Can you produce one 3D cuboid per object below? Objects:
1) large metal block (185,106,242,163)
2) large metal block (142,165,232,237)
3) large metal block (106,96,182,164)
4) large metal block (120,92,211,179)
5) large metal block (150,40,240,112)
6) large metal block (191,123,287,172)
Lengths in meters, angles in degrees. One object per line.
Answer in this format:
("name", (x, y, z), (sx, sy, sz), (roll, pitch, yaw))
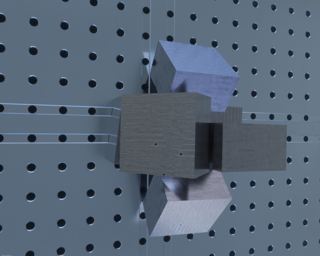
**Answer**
("large metal block", (0.062, 0.010, 0.421), (0.081, 0.050, 0.080), (3, 89, -20))
("large metal block", (0.030, 0.091, 0.388), (0.081, 0.050, 0.079), (2, 134, -20))
("large metal block", (-0.019, 0.006, 0.393), (0.081, 0.050, 0.080), (7, 88, -20))
("large metal block", (0.007, 0.006, 0.324), (0.080, 0.050, 0.080), (1, 90, 25))
("large metal block", (0.040, -0.066, 0.390), (0.081, 0.080, 0.050), (2, 128, -20))
("large metal block", (0.087, 0.020, 0.362), (0.081, 0.080, 0.050), (2, 89, -20))
